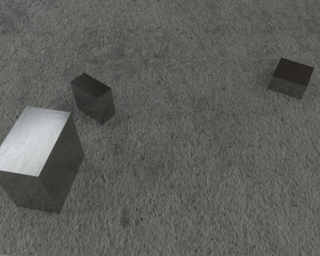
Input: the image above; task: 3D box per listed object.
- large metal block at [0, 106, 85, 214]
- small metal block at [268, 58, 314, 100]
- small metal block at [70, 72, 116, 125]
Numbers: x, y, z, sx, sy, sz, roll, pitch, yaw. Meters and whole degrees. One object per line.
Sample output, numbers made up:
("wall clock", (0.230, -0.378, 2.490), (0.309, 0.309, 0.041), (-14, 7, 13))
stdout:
("large metal block", (-0.127, 0.035, 0.336), (0.050, 0.080, 0.080), (8, 51, 6))
("small metal block", (0.199, -0.076, 0.470), (0.050, 0.025, 0.050), (23, 54, 18))
("small metal block", (-0.090, -0.039, 0.419), (0.050, 0.050, 0.025), (31, 57, 23))
